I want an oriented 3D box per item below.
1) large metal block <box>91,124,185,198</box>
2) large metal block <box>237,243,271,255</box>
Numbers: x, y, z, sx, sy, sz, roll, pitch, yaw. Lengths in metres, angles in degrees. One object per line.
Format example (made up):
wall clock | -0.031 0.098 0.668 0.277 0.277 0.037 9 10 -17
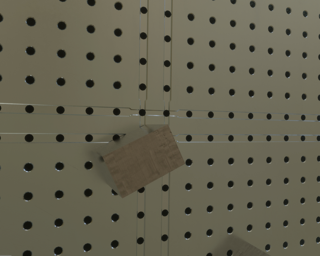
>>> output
large metal block | -0.029 0.035 0.373 0.081 0.080 0.050 -26 99 -18
large metal block | 0.140 0.234 0.453 0.080 0.050 0.080 -41 103 -16
